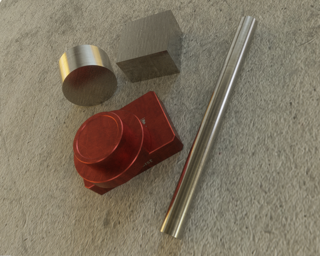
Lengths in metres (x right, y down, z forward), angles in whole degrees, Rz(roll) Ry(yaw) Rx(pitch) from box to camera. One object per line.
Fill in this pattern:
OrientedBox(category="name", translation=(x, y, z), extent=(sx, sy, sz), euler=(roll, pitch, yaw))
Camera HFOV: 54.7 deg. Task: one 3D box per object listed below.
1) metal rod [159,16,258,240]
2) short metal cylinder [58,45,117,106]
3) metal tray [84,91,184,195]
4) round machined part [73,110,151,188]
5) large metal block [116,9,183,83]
OrientedBox(category="metal rod", translation=(0.066, -0.016, 0.377), extent=(0.025, 0.025, 0.300), euler=(10, 67, 32))
OrientedBox(category="short metal cylinder", translation=(-0.110, -0.079, 0.473), extent=(0.080, 0.080, 0.050), euler=(-30, 52, 9))
OrientedBox(category="metal tray", translation=(-0.045, 0.019, 0.411), extent=(0.130, 0.030, 0.090), euler=(-30, 52, 8))
OrientedBox(category="round machined part", translation=(-0.065, 0.019, 0.374), extent=(0.098, 0.042, 0.098), euler=(-13, 56, 20))
OrientedBox(category="large metal block", translation=(-0.014, -0.122, 0.468), extent=(0.080, 0.050, 0.080), euler=(-8, 58, 23))
